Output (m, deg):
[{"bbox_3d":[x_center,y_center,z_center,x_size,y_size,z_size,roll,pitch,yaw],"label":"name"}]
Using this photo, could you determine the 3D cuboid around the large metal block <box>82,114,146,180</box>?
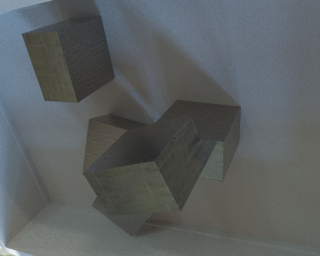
[{"bbox_3d":[-0.053,0.032,0.424,0.080,0.050,0.079,15,105,19],"label":"large metal block"}]

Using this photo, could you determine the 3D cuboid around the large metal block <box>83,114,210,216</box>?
[{"bbox_3d":[-0.010,0.035,0.295,0.080,0.080,0.050,-14,111,33],"label":"large metal block"}]

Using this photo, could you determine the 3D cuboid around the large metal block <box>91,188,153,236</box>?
[{"bbox_3d":[-0.049,0.110,0.485,0.080,0.050,0.080,37,129,3],"label":"large metal block"}]

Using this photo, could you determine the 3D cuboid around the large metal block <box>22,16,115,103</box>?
[{"bbox_3d":[-0.105,-0.084,0.374,0.050,0.080,0.079,5,121,25],"label":"large metal block"}]

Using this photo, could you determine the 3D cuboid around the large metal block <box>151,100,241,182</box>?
[{"bbox_3d":[0.043,0.010,0.356,0.080,0.080,0.050,9,122,23],"label":"large metal block"}]
